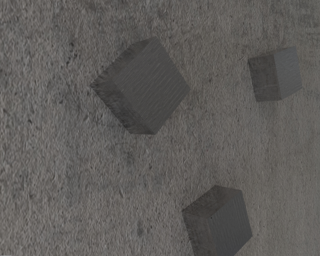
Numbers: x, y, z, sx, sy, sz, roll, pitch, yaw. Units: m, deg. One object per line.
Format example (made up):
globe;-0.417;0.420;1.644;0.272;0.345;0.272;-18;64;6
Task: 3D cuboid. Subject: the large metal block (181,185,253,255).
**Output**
large metal block;0.087;0.143;0.461;0.081;0.050;0.080;-27;107;-37

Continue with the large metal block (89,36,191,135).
large metal block;-0.021;-0.049;0.371;0.080;0.050;0.080;-52;121;-27

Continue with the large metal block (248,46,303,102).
large metal block;0.212;-0.099;0.565;0.081;0.050;0.080;-25;106;-37
